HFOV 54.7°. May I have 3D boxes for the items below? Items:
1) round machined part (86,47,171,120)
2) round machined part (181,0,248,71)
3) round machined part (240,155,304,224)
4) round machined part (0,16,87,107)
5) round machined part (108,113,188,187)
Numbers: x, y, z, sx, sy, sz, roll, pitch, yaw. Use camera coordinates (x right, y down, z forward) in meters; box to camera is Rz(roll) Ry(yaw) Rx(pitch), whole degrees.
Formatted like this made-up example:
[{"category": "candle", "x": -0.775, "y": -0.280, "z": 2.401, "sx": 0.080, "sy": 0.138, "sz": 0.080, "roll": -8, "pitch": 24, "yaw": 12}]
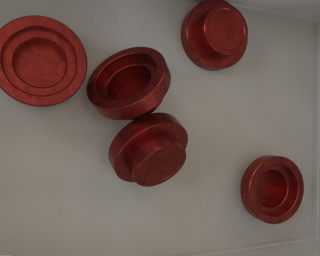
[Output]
[{"category": "round machined part", "x": -0.034, "y": -0.048, "z": 0.371, "sx": 0.098, "sy": 0.098, "sz": 0.042, "roll": -46, "pitch": 141, "yaw": -14}, {"category": "round machined part", "x": 0.082, "y": -0.132, "z": 0.433, "sx": 0.099, "sy": 0.042, "sz": 0.097, "roll": 0, "pitch": 90, "yaw": -21}, {"category": "round machined part", "x": 0.161, "y": 0.089, "z": 0.463, "sx": 0.099, "sy": 0.042, "sz": 0.097, "roll": 0, "pitch": 90, "yaw": -21}, {"category": "round machined part", "x": -0.135, "y": -0.072, "z": 0.352, "sx": 0.099, "sy": 0.042, "sz": 0.097, "roll": 0, "pitch": 90, "yaw": -21}, {"category": "round machined part", "x": -0.008, "y": 0.032, "z": 0.371, "sx": 0.099, "sy": 0.042, "sz": 0.097, "roll": -21, "pitch": 139, "yaw": -19}]
